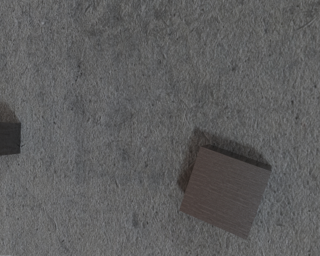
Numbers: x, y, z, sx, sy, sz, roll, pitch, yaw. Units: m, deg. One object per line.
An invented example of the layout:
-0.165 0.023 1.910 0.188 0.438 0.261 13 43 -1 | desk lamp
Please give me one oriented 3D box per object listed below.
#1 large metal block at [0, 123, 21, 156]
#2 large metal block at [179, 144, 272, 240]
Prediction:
-0.277 0.015 0.478 0.080 0.080 0.050 2 91 20 | large metal block
0.079 0.071 0.368 0.080 0.050 0.080 20 97 19 | large metal block
